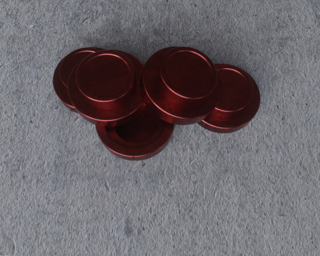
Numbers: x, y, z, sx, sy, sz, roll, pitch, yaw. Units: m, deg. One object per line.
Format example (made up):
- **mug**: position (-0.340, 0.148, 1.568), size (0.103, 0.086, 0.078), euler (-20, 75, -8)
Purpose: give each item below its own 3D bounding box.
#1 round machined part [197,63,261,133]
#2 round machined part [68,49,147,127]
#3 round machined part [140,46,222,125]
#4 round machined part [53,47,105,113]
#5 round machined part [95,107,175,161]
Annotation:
- **round machined part**: position (0.087, -0.045, 0.417), size (0.099, 0.042, 0.098), euler (0, 70, -1)
- **round machined part**: position (-0.062, -0.054, 0.374), size (0.099, 0.042, 0.098), euler (0, 70, -1)
- **round machined part**: position (0.028, -0.056, 0.366), size (0.099, 0.042, 0.098), euler (5, 68, -13)
- **round machined part**: position (-0.098, -0.070, 0.424), size (0.099, 0.042, 0.098), euler (0, 70, -1)
- **round machined part**: position (-0.031, -0.005, 0.401), size (0.099, 0.042, 0.098), euler (0, 70, -1)
